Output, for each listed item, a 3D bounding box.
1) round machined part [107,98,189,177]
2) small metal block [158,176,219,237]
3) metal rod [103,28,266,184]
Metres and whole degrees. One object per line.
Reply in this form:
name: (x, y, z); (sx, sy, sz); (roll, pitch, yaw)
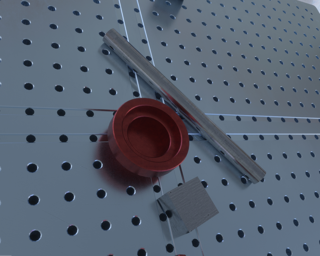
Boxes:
round machined part: (-0.017, 0.015, 0.380); (0.099, 0.042, 0.098); (14, 56, -21)
small metal block: (0.034, 0.093, 0.371); (0.050, 0.025, 0.050); (-20, 73, -36)
metal rod: (0.034, -0.032, 0.447); (0.300, 0.025, 0.025); (44, 51, 2)
